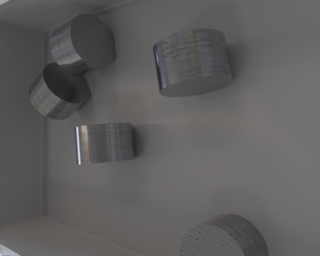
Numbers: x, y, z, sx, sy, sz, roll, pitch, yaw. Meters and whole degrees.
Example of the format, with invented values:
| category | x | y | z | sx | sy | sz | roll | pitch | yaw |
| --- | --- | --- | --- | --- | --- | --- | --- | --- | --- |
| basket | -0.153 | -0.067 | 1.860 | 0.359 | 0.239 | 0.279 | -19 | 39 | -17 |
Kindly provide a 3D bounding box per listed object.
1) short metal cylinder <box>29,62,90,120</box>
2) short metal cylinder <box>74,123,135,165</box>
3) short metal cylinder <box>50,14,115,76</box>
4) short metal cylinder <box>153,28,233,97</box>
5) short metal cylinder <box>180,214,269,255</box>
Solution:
| category | x | y | z | sx | sy | sz | roll | pitch | yaw |
| --- | --- | --- | --- | --- | --- | --- | --- | --- | --- |
| short metal cylinder | -0.164 | -0.060 | 0.507 | 0.050 | 0.081 | 0.080 | -37 | 68 | 34 |
| short metal cylinder | -0.077 | 0.022 | 0.435 | 0.080 | 0.081 | 0.050 | -9 | 85 | 40 |
| short metal cylinder | -0.115 | -0.123 | 0.466 | 0.050 | 0.081 | 0.080 | -10 | 83 | 39 |
| short metal cylinder | 0.035 | -0.068 | 0.342 | 0.080 | 0.081 | 0.050 | -14 | 82 | 39 |
| short metal cylinder | 0.069 | 0.138 | 0.334 | 0.080 | 0.050 | 0.080 | 0 | 90 | 40 |
